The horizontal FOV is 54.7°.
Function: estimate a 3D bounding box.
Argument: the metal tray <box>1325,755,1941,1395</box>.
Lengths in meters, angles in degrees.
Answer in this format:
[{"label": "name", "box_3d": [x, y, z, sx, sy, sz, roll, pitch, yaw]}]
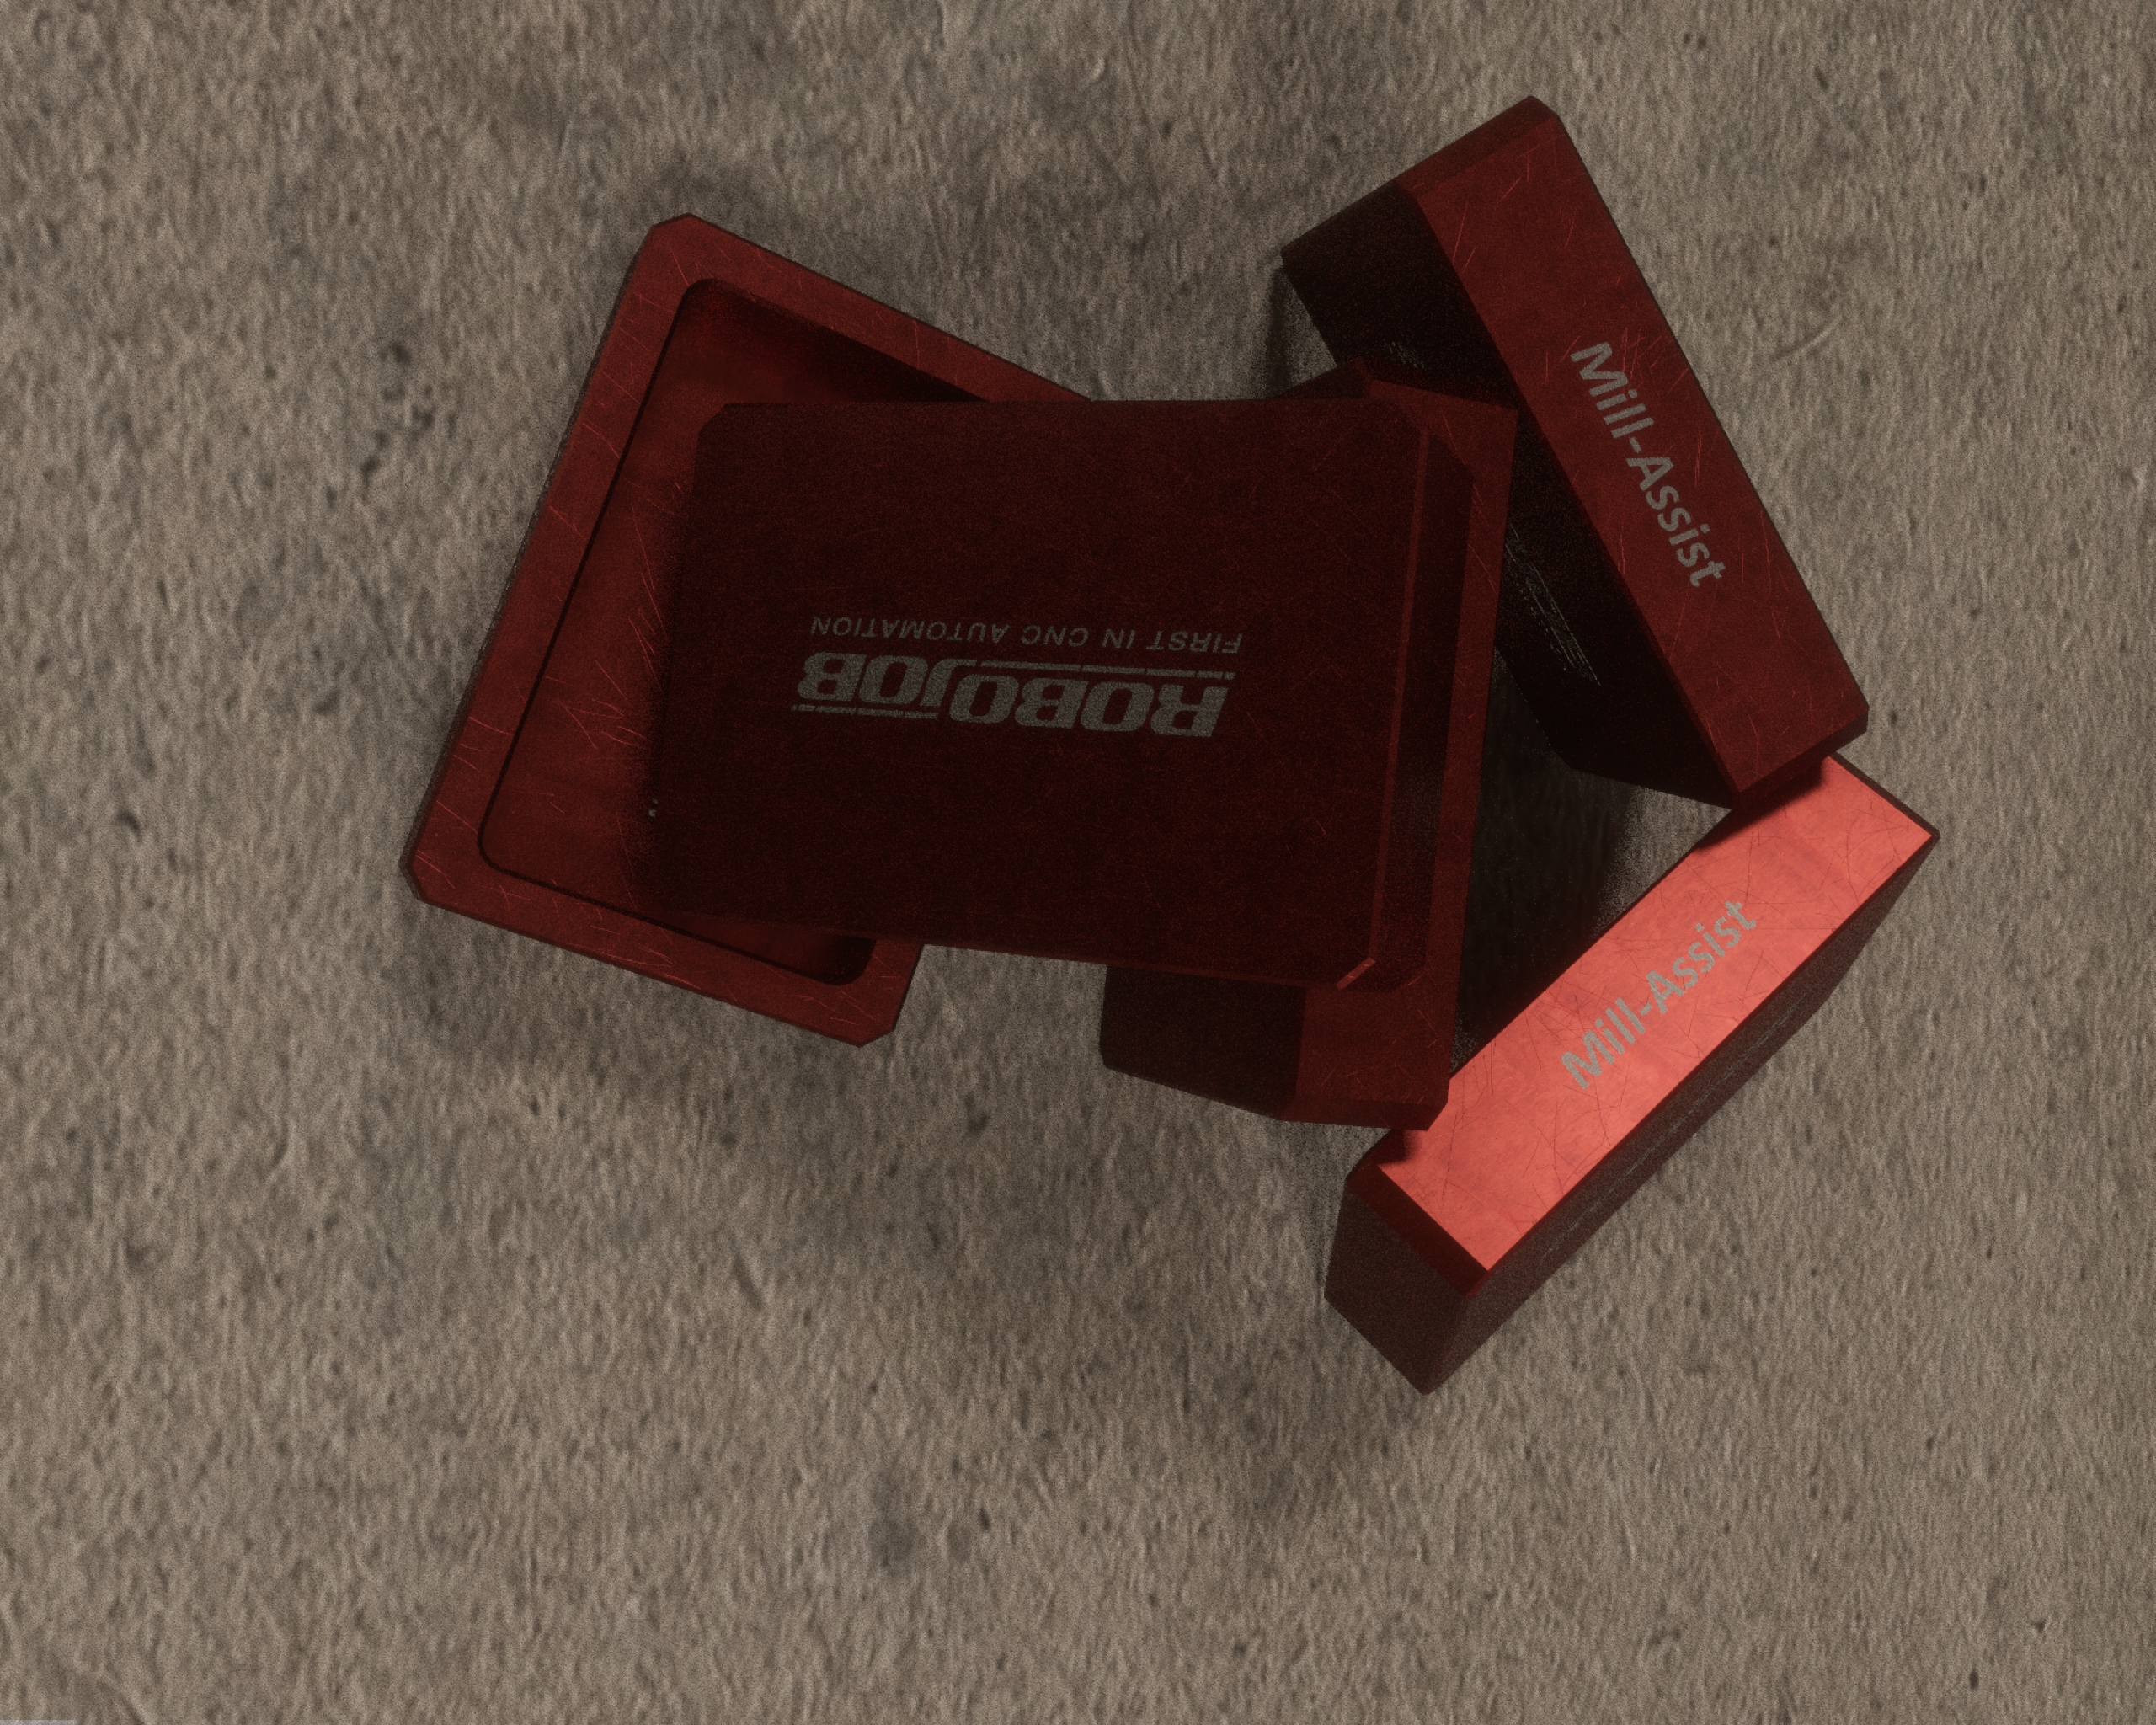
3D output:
[{"label": "metal tray", "box_3d": [0.107, 0.043, 0.417, 0.130, 0.090, 0.030, -40, 68, -15]}]

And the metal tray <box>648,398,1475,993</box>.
[{"label": "metal tray", "box_3d": [-0.005, -0.029, 0.349, 0.130, 0.030, 0.089, 5, 88, 24]}]

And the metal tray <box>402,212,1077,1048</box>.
[{"label": "metal tray", "box_3d": [-0.059, -0.041, 0.387, 0.091, 0.030, 0.129, 21, 83, -19]}]

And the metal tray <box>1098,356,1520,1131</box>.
[{"label": "metal tray", "box_3d": [0.040, -0.020, 0.392, 0.030, 0.090, 0.129, 7, 88, -20]}]

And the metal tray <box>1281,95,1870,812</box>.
[{"label": "metal tray", "box_3d": [0.094, -0.076, 0.409, 0.030, 0.090, 0.130, -32, 101, -3]}]
